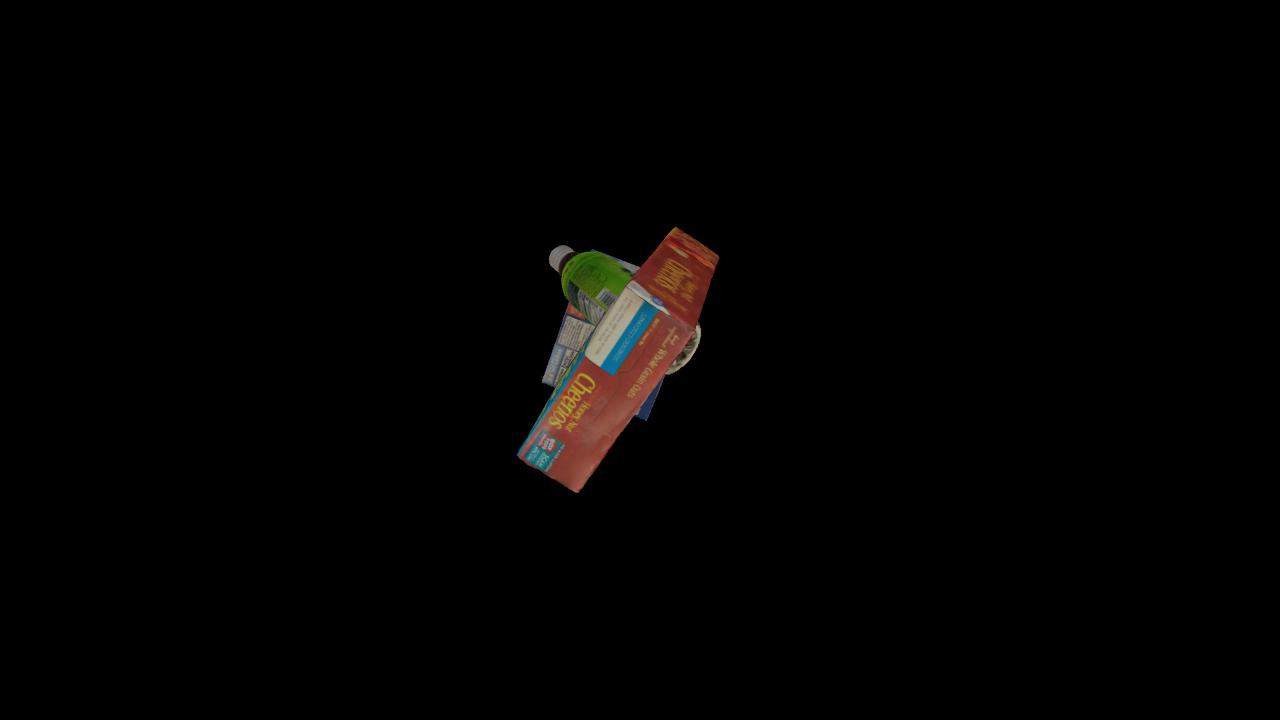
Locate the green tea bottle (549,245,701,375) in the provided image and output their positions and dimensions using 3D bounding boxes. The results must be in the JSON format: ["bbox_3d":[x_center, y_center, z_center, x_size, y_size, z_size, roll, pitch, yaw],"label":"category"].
[{"bbox_3d":[-0.029,-0.066,0.656,0.073,0.073,0.212,0,33,-49],"label":"green tea bottle"}]

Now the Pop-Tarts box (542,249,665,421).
[{"bbox_3d":[-0.026,-0.033,0.770,0.141,0.167,0.083,20,14,-3],"label":"Pop-Tarts box"}]

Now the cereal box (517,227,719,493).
[{"bbox_3d":[-0.008,-0.020,0.668,0.081,0.203,0.306,34,24,-2],"label":"cereal box"}]
